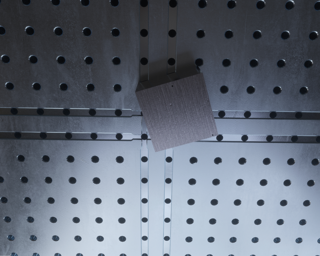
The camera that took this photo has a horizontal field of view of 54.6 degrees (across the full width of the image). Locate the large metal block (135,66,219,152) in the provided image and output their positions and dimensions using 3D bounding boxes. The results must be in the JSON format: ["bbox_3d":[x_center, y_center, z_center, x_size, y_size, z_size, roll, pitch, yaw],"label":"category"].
[{"bbox_3d":[0.021,-0.025,0.391,0.080,0.050,0.080,-16,110,5],"label":"large metal block"}]
